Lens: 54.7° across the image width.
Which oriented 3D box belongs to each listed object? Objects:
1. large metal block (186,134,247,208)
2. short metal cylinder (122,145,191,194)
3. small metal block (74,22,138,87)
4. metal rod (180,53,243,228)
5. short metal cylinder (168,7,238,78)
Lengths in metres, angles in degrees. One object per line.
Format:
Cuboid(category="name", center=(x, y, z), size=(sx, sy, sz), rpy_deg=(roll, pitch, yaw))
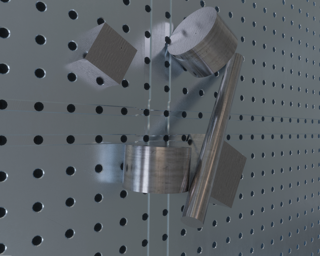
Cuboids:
Cuboid(category="large metal block", center=(0.075, 0.062, 0.456), size=(0.080, 0.050, 0.080), rpy_deg=(35, 69, -35))
Cuboid(category="short metal cylinder", center=(-0.004, 0.046, 0.371), size=(0.081, 0.080, 0.050), rpy_deg=(5, 87, -40))
Cuboid(category="small metal block", center=(-0.061, -0.083, 0.358), size=(0.050, 0.025, 0.050), rpy_deg=(36, 68, -34))
Cuboid(category="metal rod", center=(0.080, -0.007, 0.423), size=(0.025, 0.025, 0.301), rpy_deg=(49, 44, -29))
Cuboid(category="short metal cylinder", center=(0.057, -0.116, 0.422), size=(0.050, 0.080, 0.080), rpy_deg=(38, 67, -34))
